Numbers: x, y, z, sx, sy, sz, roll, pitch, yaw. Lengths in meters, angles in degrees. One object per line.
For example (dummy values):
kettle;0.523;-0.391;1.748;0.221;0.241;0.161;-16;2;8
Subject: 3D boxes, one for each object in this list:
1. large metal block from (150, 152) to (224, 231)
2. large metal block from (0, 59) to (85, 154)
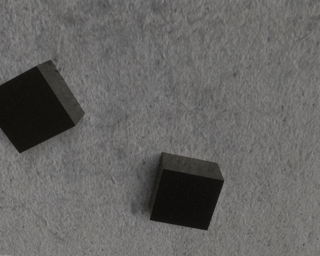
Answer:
large metal block;0.034;0.087;0.429;0.081;0.050;0.079;12;110;-5
large metal block;-0.154;-0.027;0.384;0.080;0.050;0.080;-26;108;8
